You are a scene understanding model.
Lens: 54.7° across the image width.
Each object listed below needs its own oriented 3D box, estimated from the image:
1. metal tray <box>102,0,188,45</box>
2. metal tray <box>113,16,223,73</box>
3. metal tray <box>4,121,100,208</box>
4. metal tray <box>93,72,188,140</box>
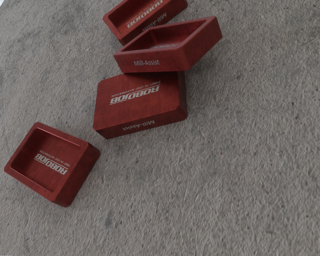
[{"bbox_3d":[-0.028,-0.203,0.539,0.130,0.030,0.090,-37,51,3],"label":"metal tray"},{"bbox_3d":[0.008,-0.114,0.431,0.130,0.030,0.090,8,45,44],"label":"metal tray"},{"bbox_3d":[-0.160,0.049,0.454,0.130,0.030,0.090,17,71,34],"label":"metal tray"},{"bbox_3d":[-0.029,-0.041,0.441,0.130,0.030,0.090,-14,56,20],"label":"metal tray"}]
